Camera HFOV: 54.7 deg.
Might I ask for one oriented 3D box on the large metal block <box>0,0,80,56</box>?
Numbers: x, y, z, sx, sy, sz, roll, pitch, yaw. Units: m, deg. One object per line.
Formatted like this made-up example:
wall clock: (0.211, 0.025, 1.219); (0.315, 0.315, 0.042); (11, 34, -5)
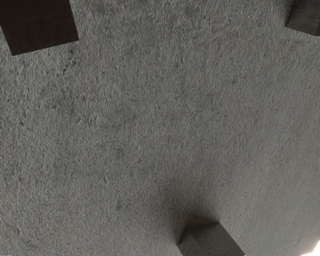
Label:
large metal block: (-0.107, -0.112, 0.243); (0.050, 0.080, 0.079); (-20, 126, -17)

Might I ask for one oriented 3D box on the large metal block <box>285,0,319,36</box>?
large metal block: (0.227, -0.167, 0.411); (0.081, 0.050, 0.079); (-5, 121, -26)

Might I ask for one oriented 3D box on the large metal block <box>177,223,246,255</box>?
large metal block: (0.091, 0.221, 0.557); (0.081, 0.080, 0.050); (6, 116, -31)
